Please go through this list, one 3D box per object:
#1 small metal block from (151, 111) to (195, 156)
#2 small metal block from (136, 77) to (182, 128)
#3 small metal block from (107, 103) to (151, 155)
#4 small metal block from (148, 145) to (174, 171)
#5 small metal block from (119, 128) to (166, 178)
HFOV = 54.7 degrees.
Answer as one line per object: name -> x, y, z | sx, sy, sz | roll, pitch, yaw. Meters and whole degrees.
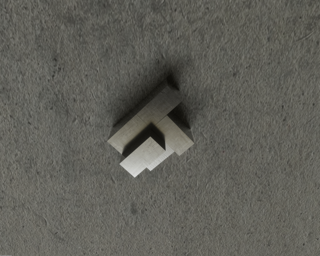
small metal block -> 0.016, 0.001, 0.398 | 0.025, 0.050, 0.050 | -41, 105, 13
small metal block -> -0.001, -0.033, 0.385 | 0.050, 0.050, 0.025 | -42, 105, 13
small metal block -> -0.038, 0.000, 0.397 | 0.050, 0.050, 0.025 | -42, 105, 13
small metal block -> -0.011, 0.021, 0.419 | 0.050, 0.025, 0.050 | -41, 106, 13
small metal block -> -0.020, 0.025, 0.380 | 0.050, 0.050, 0.025 | -42, 105, 13
